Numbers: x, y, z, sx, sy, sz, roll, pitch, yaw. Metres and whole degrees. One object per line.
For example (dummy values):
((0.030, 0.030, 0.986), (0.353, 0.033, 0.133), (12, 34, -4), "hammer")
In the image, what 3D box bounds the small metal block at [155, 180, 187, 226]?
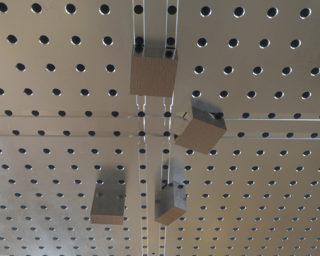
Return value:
((0.016, 0.121, 0.499), (0.025, 0.050, 0.050), (30, 124, -23), "small metal block")

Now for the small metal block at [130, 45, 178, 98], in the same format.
((-0.008, -0.064, 0.357), (0.050, 0.025, 0.050), (4, 130, -4), "small metal block")

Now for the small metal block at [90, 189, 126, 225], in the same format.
((-0.083, 0.128, 0.503), (0.050, 0.050, 0.025), (4, 130, -4), "small metal block")

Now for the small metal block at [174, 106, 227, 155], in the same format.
((0.053, 0.004, 0.416), (0.050, 0.025, 0.050), (20, 127, -17), "small metal block")
